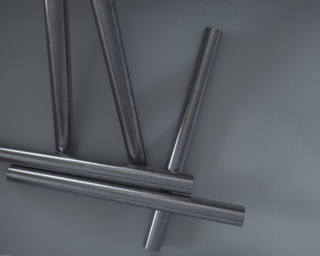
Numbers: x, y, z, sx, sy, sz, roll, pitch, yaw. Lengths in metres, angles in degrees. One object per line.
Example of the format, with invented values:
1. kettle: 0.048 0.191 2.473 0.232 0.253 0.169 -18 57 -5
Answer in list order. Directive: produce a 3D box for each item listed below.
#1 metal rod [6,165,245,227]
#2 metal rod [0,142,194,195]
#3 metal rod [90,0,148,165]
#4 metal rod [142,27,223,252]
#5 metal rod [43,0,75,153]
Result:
1. metal rod: -0.048 0.083 0.392 0.301 0.025 0.025 9 90 7
2. metal rod: -0.108 0.047 0.396 0.302 0.025 0.025 9 90 5
3. metal rod: -0.051 -0.083 0.344 0.025 0.025 0.298 -10 118 0
4. metal rod: 0.030 0.015 0.411 0.025 0.025 0.298 16 90 0
5. metal rod: -0.111 -0.102 0.338 0.025 0.025 0.298 7 120 0
